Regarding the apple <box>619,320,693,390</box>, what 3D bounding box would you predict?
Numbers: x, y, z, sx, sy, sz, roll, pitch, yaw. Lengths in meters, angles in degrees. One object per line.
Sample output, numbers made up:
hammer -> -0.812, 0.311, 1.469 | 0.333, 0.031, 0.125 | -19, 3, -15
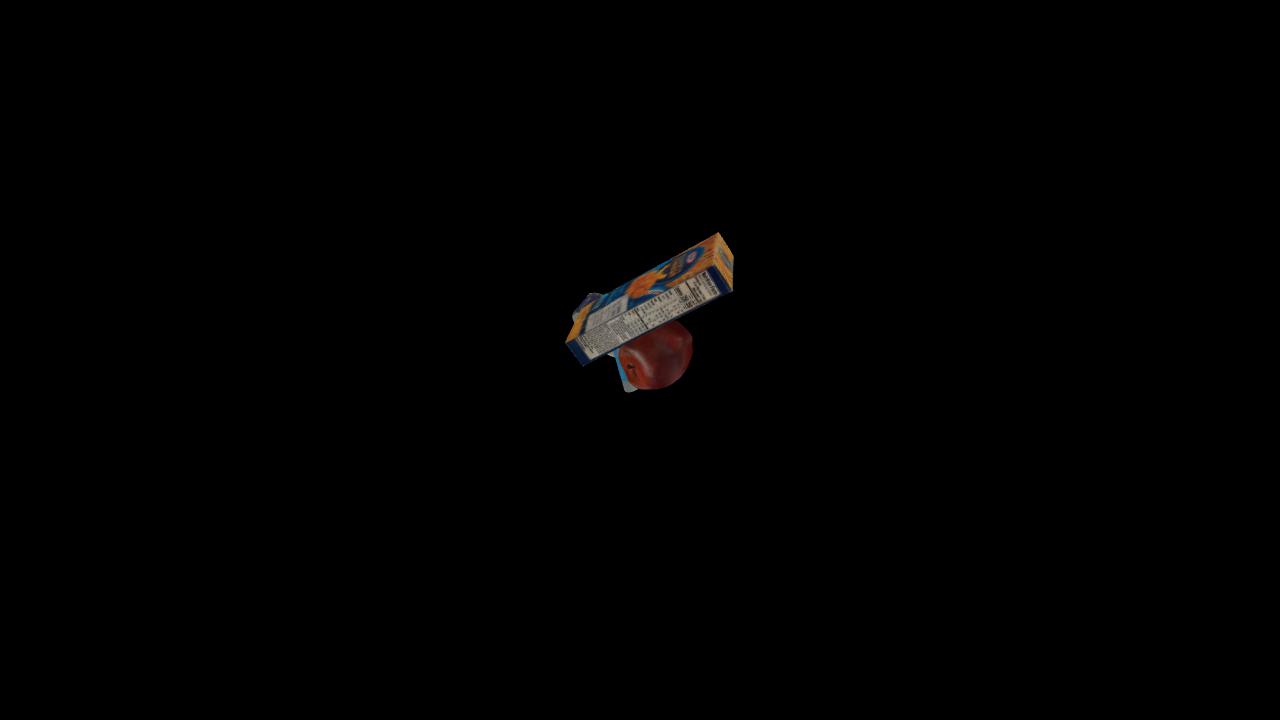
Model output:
apple -> 0.019, -0.007, 0.714 | 0.093, 0.079, 0.079 | -30, 17, -33

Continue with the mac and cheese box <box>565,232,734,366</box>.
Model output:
mac and cheese box -> 0.011, -0.064, 0.658 | 0.184, 0.041, 0.093 | -26, 22, 23

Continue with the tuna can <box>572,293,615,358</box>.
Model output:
tuna can -> -0.041, -0.040, 0.742 | 0.084, 0.034, 0.084 | 35, -20, 14

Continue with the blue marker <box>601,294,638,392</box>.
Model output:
blue marker -> -0.025, -0.020, 0.720 | 0.020, 0.121, 0.020 | -14, 20, 5
